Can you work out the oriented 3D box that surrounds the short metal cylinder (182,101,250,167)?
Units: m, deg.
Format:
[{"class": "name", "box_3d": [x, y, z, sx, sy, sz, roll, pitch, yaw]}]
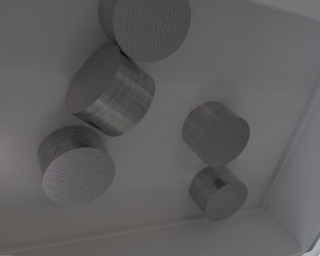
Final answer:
[{"class": "short metal cylinder", "box_3d": [0.079, 0.008, 0.441, 0.081, 0.050, 0.079, -14, 124, -21]}]

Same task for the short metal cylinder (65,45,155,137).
[{"class": "short metal cylinder", "box_3d": [-0.052, -0.038, 0.321, 0.080, 0.080, 0.050, -48, 129, 6]}]

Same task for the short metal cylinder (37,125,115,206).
[{"class": "short metal cylinder", "box_3d": [-0.099, 0.044, 0.365, 0.081, 0.050, 0.079, -14, 124, -21]}]

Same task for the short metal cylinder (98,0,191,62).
[{"class": "short metal cylinder", "box_3d": [-0.016, -0.113, 0.313, 0.081, 0.050, 0.079, -14, 124, -21]}]

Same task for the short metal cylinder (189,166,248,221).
[{"class": "short metal cylinder", "box_3d": [0.096, 0.106, 0.510, 0.081, 0.050, 0.079, -14, 124, -21]}]
